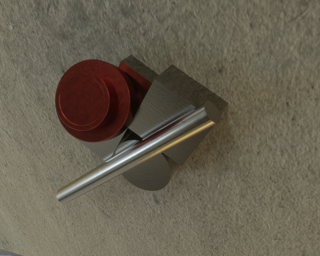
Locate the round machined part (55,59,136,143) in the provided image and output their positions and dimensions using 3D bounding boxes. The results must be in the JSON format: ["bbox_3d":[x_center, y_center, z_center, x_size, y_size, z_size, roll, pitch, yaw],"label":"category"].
[{"bbox_3d":[-0.081,-0.031,0.362,0.098,0.042,0.097,1,93,17],"label":"round machined part"}]

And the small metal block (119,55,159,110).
[{"bbox_3d":[-0.031,-0.054,0.389,0.050,0.025,0.050,37,129,3],"label":"small metal block"}]

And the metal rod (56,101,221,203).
[{"bbox_3d":[-0.050,0.045,0.396,0.299,0.025,0.025,-31,101,38],"label":"metal rod"}]

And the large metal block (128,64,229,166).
[{"bbox_3d":[0.021,-0.015,0.371,0.080,0.050,0.079,36,129,4],"label":"large metal block"}]

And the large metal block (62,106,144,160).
[{"bbox_3d":[-0.076,-0.014,0.421,0.080,0.050,0.079,36,129,3],"label":"large metal block"}]

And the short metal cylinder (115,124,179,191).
[{"bbox_3d":[-0.013,0.038,0.420,0.080,0.050,0.079,13,124,20],"label":"short metal cylinder"}]
